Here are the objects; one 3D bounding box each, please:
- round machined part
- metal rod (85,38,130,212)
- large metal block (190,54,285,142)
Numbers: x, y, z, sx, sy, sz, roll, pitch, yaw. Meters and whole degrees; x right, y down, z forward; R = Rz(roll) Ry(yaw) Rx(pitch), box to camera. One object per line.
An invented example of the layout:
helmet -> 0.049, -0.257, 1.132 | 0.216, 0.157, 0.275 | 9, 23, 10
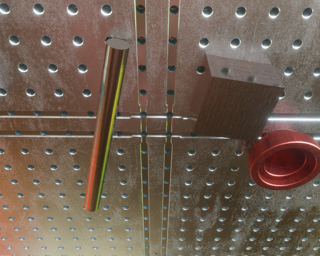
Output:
round machined part -> 0.173, 0.041, 0.437 | 0.099, 0.042, 0.097 | 0, 130, 0
metal rod -> -0.080, 0.020, 0.427 | 0.025, 0.025, 0.298 | 10, 130, -9
large metal block -> 0.086, -0.034, 0.367 | 0.081, 0.050, 0.079 | 8, 130, -7
